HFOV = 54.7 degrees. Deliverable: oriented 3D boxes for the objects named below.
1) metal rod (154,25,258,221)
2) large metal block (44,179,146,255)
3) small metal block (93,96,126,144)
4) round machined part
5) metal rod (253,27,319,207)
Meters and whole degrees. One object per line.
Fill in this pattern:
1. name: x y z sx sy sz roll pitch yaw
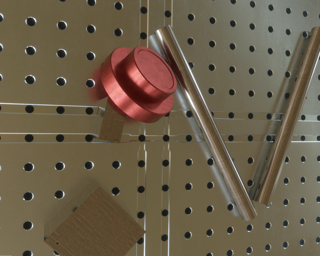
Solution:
1. metal rod: 0.068 -0.001 0.439 0.025 0.025 0.299 -30 100 -18
2. large metal block: -0.078 0.122 0.371 0.080 0.050 0.080 -45 104 -15
3. small metal block: -0.061 -0.009 0.377 0.025 0.050 0.050 14 86 -20
4. round machined part: -0.018 -0.058 0.369 0.098 0.042 0.098 32 38 -29
5. metal rod: 0.209 -0.023 0.491 0.025 0.025 0.299 24 82 -19
